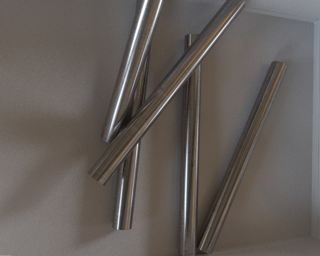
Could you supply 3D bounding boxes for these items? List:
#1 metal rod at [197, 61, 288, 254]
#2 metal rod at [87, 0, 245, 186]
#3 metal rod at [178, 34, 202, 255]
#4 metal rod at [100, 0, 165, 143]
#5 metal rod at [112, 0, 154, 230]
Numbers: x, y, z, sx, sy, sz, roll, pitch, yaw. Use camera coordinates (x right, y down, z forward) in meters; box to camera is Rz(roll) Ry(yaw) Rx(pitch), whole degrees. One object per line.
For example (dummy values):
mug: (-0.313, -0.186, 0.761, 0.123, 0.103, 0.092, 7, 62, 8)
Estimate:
metal rod: (0.123, 0.037, 0.457, 0.025, 0.025, 0.299, 28, 81, -18)
metal rod: (0.016, -0.056, 0.389, 0.025, 0.025, 0.300, 41, 77, -16)
metal rod: (0.042, 0.022, 0.427, 0.025, 0.025, 0.298, 2, 89, -20)
metal rod: (-0.015, -0.112, 0.324, 0.025, 0.025, 0.298, 10, 118, -20)
metal rod: (-0.033, -0.022, 0.399, 0.025, 0.025, 0.298, 7, 88, -20)
